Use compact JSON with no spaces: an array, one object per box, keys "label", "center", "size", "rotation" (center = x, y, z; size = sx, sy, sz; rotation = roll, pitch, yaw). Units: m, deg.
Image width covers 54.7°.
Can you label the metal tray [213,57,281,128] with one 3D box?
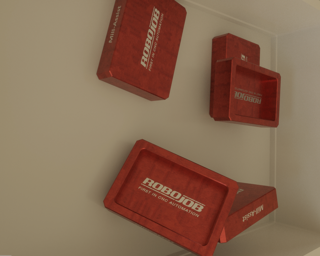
[{"label":"metal tray","center":[0.138,-0.050,0.478],"size":[0.131,0.030,0.089],"rotation":[6,86,-40]}]

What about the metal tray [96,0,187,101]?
[{"label":"metal tray","center":[-0.019,-0.108,0.387],"size":[0.091,0.030,0.129],"rotation":[20,78,-38]}]

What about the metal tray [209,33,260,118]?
[{"label":"metal tray","center":[0.124,-0.079,0.507],"size":[0.091,0.030,0.129],"rotation":[4,87,-40]}]

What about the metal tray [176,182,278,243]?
[{"label":"metal tray","center":[0.094,0.113,0.442],"size":[0.131,0.090,0.030],"rotation":[-14,97,-39]}]

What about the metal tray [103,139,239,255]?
[{"label":"metal tray","center":[0.013,0.080,0.360],"size":[0.030,0.130,0.090],"rotation":[92,24,-67]}]
